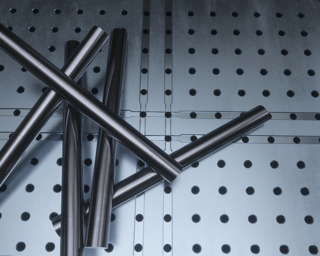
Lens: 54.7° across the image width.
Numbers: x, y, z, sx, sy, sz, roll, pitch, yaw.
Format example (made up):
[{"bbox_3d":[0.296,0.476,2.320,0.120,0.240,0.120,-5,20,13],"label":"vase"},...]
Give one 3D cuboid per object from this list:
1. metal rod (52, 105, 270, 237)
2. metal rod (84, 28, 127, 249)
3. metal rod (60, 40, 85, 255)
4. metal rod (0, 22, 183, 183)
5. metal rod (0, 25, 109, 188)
[{"bbox_3d":[0.009,0.049,0.393,0.302,0.025,0.025,-28,73,-10],"label":"metal rod"},{"bbox_3d":[-0.065,-0.006,0.396,0.025,0.025,0.299,2,64,0],"label":"metal rod"},{"bbox_3d":[-0.109,0.013,0.389,0.025,0.025,0.299,-6,64,-3],"label":"metal rod"},{"bbox_3d":[-0.098,-0.038,0.368,0.300,0.025,0.025,38,74,0],"label":"metal rod"},{"bbox_3d":[-0.159,-0.003,0.386,0.025,0.025,0.300,32,82,10],"label":"metal rod"}]
